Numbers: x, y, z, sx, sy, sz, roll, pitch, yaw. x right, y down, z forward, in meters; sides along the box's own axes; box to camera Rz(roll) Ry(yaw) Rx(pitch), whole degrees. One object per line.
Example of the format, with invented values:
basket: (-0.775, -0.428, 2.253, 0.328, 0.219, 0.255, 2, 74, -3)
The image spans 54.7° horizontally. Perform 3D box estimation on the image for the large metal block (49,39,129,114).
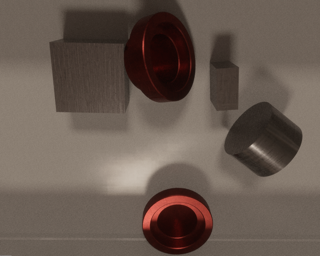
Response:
large metal block: (-0.080, -0.064, 0.373, 0.081, 0.050, 0.079, 1, 110, 0)

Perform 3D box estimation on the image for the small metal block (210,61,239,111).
small metal block: (0.078, -0.053, 0.380, 0.025, 0.050, 0.050, -4, 110, 1)

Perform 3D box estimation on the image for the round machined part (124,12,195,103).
round machined part: (-0.003, -0.077, 0.354, 0.042, 0.099, 0.097, -2, 115, 38)

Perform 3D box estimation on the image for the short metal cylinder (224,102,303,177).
short metal cylinder: (0.128, 0.014, 0.389, 0.050, 0.080, 0.080, 36, 106, -13)

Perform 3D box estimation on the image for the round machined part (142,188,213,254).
round machined part: (0.024, 0.129, 0.449, 0.099, 0.042, 0.097, 0, 108, -1)
